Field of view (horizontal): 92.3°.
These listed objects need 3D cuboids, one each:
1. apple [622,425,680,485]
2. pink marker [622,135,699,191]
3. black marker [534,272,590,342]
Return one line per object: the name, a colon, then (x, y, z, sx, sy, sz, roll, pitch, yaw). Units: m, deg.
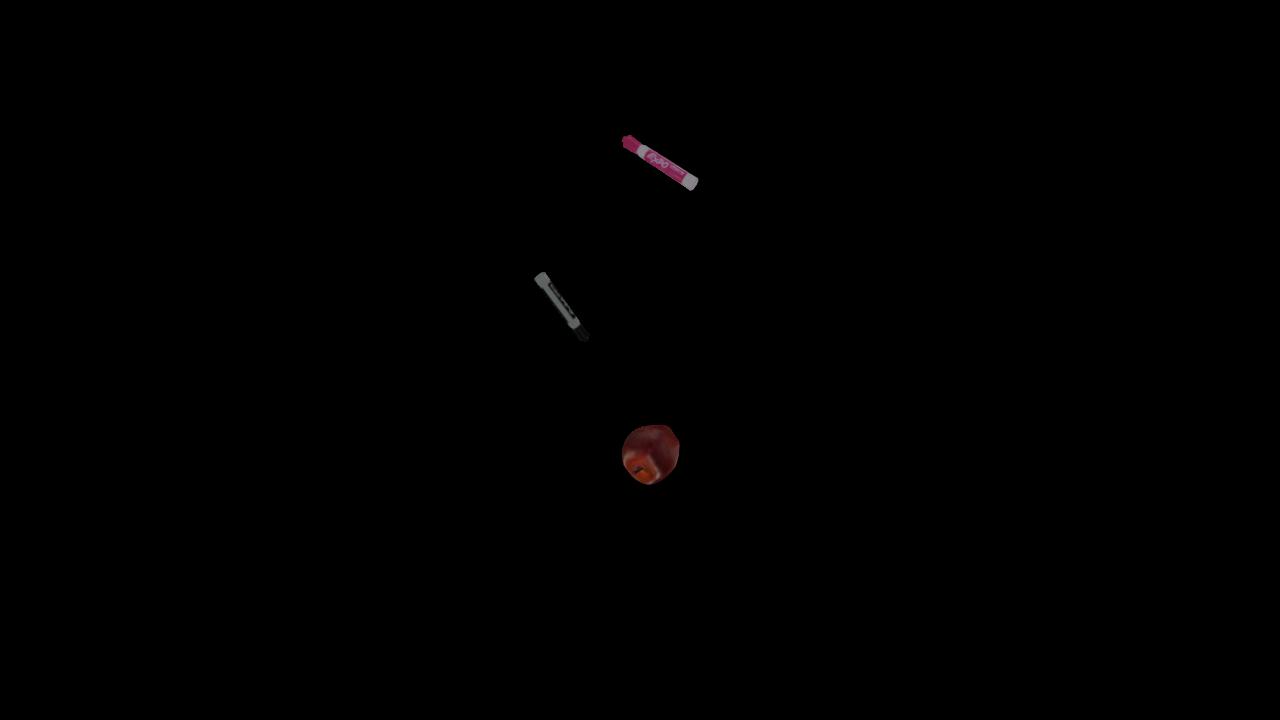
apple: (0.015, 0.130, 0.865, 0.079, 0.079, 0.093, 0, 30, 32)
pink marker: (0.025, -0.269, 0.832, 0.121, 0.020, 0.020, 36, 8, 11)
black marker: (-0.110, -0.074, 0.889, 0.020, 0.121, 0.020, -27, 26, 15)
